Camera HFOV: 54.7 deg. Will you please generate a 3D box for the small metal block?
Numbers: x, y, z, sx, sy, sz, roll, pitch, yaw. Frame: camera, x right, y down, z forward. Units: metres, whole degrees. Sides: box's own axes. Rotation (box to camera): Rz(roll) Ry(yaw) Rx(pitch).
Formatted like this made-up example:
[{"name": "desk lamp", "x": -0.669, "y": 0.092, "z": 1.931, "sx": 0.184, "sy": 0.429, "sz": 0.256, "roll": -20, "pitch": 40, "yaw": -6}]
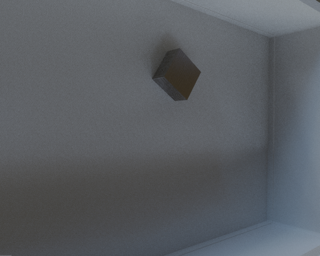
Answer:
[{"name": "small metal block", "x": 0.024, "y": -0.073, "z": 0.429, "sx": 0.050, "sy": 0.025, "sz": 0.050, "roll": 41, "pitch": 65, "yaw": -33}]
